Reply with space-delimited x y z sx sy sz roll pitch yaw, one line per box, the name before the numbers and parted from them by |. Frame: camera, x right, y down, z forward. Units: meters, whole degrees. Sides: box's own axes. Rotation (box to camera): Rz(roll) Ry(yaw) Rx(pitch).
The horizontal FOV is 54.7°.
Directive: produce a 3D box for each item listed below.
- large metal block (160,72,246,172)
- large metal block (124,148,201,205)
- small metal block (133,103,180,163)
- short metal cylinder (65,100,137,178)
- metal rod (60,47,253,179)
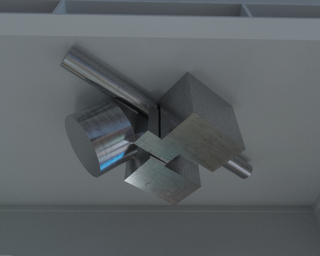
large metal block | 0.048 -0.007 0.367 0.080 0.080 0.050 33 123 -25
large metal block | 0.004 0.042 0.408 0.080 0.080 0.050 32 123 -25
small metal block | -0.002 0.006 0.366 0.050 0.050 0.025 33 122 -25
short metal cylinder | -0.072 0.012 0.373 0.050 0.080 0.079 -28 138 -30
metal rod | 0.013 -0.007 0.403 0.301 0.025 0.025 32 123 -25
